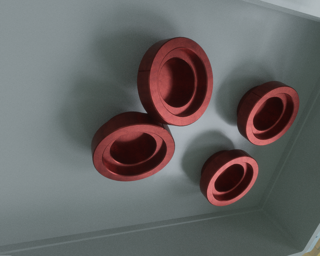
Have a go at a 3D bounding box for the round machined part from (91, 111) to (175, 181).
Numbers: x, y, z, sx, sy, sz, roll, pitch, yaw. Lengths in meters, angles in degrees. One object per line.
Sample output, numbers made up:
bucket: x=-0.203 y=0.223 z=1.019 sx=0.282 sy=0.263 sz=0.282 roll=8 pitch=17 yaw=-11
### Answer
round machined part: x=-0.034 y=0.018 z=0.380 sx=0.099 sy=0.042 sz=0.097 roll=-10 pitch=134 yaw=-10

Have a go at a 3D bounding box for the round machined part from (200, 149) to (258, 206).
round machined part: x=0.106 y=0.075 z=0.502 sx=0.099 sy=0.042 sz=0.097 roll=-14 pitch=124 yaw=-21

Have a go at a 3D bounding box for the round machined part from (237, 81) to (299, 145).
round machined part: x=0.156 y=-0.026 z=0.467 sx=0.099 sy=0.042 sz=0.097 roll=-14 pitch=124 yaw=-21

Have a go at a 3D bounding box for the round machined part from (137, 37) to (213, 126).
round machined part: x=0.013 y=-0.052 z=0.357 sx=0.099 sy=0.042 sz=0.097 roll=-6 pitch=99 yaw=-40
